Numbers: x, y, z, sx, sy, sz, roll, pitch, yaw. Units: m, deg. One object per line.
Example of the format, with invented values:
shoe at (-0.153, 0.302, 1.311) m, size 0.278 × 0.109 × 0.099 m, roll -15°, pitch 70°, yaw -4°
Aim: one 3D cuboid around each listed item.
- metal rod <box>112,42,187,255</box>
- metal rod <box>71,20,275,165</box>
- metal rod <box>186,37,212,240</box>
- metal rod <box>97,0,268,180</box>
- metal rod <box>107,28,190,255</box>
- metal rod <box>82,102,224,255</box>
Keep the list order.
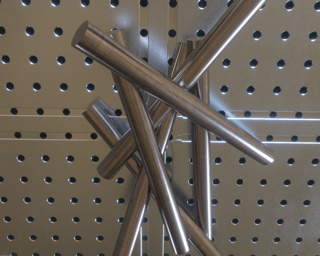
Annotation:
metal rod at (-0.010, 0.041, 0.395) m, size 0.025 × 0.025 × 0.298 m, roll 17°, pitch 97°, yaw -6°
metal rod at (0.041, -0.019, 0.343) m, size 0.301 × 0.025 × 0.025 m, roll 29°, pitch 109°, yaw -36°
metal rod at (0.055, 0.034, 0.413) m, size 0.025 × 0.025 × 0.298 m, roll -5°, pitch 115°, yaw 2°
metal rod at (0.021, -0.047, 0.347) m, size 0.025 × 0.025 × 0.299 m, roll 36°, pitch 112°, yaw -12°
metal rod at (-0.009, 0.037, 0.362) m, size 0.025 × 0.025 × 0.299 m, roll -14°, pitch 117°, yaw 5°
metal rod at (0.000, 0.090, 0.430) m, size 0.025 × 0.025 × 0.300 m, roll -36°, pitch 100°, yaw 12°
